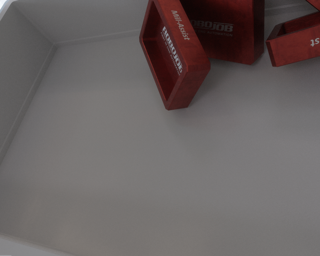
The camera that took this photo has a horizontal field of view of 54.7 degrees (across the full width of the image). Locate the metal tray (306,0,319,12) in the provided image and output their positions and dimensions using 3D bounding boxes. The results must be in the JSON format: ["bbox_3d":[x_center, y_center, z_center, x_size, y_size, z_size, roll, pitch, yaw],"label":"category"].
[{"bbox_3d":[0.169,-0.182,0.313,0.089,0.130,0.030,-51,-1,40],"label":"metal tray"}]

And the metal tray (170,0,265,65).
[{"bbox_3d":[0.070,-0.139,0.410,0.130,0.090,0.030,21,50,35],"label":"metal tray"}]

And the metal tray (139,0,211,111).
[{"bbox_3d":[0.013,-0.100,0.401,0.030,0.090,0.130,-10,64,-21],"label":"metal tray"}]

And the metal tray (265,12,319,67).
[{"bbox_3d":[0.188,-0.108,0.329,0.130,0.030,0.090,-11,22,32],"label":"metal tray"}]
